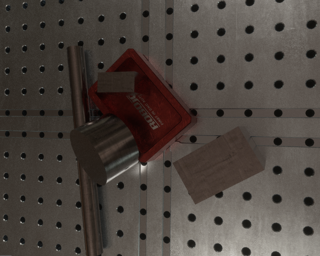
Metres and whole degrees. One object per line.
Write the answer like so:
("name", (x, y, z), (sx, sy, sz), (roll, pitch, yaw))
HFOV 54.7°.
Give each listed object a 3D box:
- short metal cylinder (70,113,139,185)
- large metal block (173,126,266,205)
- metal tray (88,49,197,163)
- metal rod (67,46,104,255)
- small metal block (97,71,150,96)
("short metal cylinder", (-0.073, 0.027, 0.402), (0.080, 0.050, 0.079), (33, 139, 34))
("large metal block", (0.072, 0.039, 0.358), (0.080, 0.080, 0.050), (-31, 80, 17))
("metal tray", (-0.026, -0.030, 0.418), (0.090, 0.030, 0.130), (-42, 77, 14))
("metal rod", (-0.109, 0.031, 0.449), (0.025, 0.025, 0.298), (-7, 88, 19))
("small metal block", (-0.046, -0.056, 0.401), (0.050, 0.050, 0.025), (2, 91, 19))
